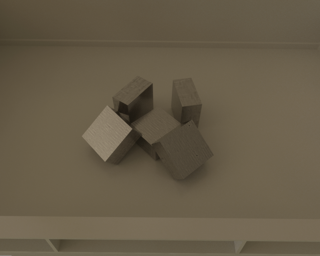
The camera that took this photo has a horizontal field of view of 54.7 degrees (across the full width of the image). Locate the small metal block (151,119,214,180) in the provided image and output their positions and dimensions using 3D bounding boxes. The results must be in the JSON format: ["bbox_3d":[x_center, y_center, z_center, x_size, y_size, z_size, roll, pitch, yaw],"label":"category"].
[{"bbox_3d":[0.027,0.026,0.365,0.050,0.025,0.050,-34,95,-26],"label":"small metal block"}]

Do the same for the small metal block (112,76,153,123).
[{"bbox_3d":[-0.034,-0.033,0.413,0.025,0.050,0.050,29,56,22],"label":"small metal block"}]

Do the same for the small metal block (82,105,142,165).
[{"bbox_3d":[-0.059,0.009,0.380,0.050,0.025,0.050,41,94,29],"label":"small metal block"}]

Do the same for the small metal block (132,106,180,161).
[{"bbox_3d":[-0.004,0.006,0.397,0.050,0.025,0.050,-35,58,-26],"label":"small metal block"}]

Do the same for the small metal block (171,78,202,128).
[{"bbox_3d":[0.034,-0.030,0.412,0.025,0.050,0.050,-8,50,-8],"label":"small metal block"}]
